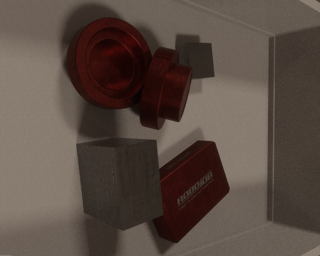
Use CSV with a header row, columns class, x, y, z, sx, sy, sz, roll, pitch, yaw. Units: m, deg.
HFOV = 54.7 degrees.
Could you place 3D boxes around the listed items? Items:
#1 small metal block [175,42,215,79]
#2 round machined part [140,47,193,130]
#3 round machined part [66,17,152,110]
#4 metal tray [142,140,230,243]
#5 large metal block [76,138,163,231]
class,x,y,z,sx,sy,sz,roll,pitch,yaw
small metal block,0.052,-0.097,0.452,0.050,0.025,0.050,-12,98,-40
round machined part,0.011,-0.044,0.371,0.098,0.042,0.097,13,92,-82
round machined part,-0.058,-0.069,0.348,0.099,0.042,0.097,0,90,-40
metal tray,0.040,0.085,0.440,0.131,0.030,0.090,-32,110,-36
large metal block,-0.045,0.054,0.335,0.050,0.080,0.079,-9,96,-40
